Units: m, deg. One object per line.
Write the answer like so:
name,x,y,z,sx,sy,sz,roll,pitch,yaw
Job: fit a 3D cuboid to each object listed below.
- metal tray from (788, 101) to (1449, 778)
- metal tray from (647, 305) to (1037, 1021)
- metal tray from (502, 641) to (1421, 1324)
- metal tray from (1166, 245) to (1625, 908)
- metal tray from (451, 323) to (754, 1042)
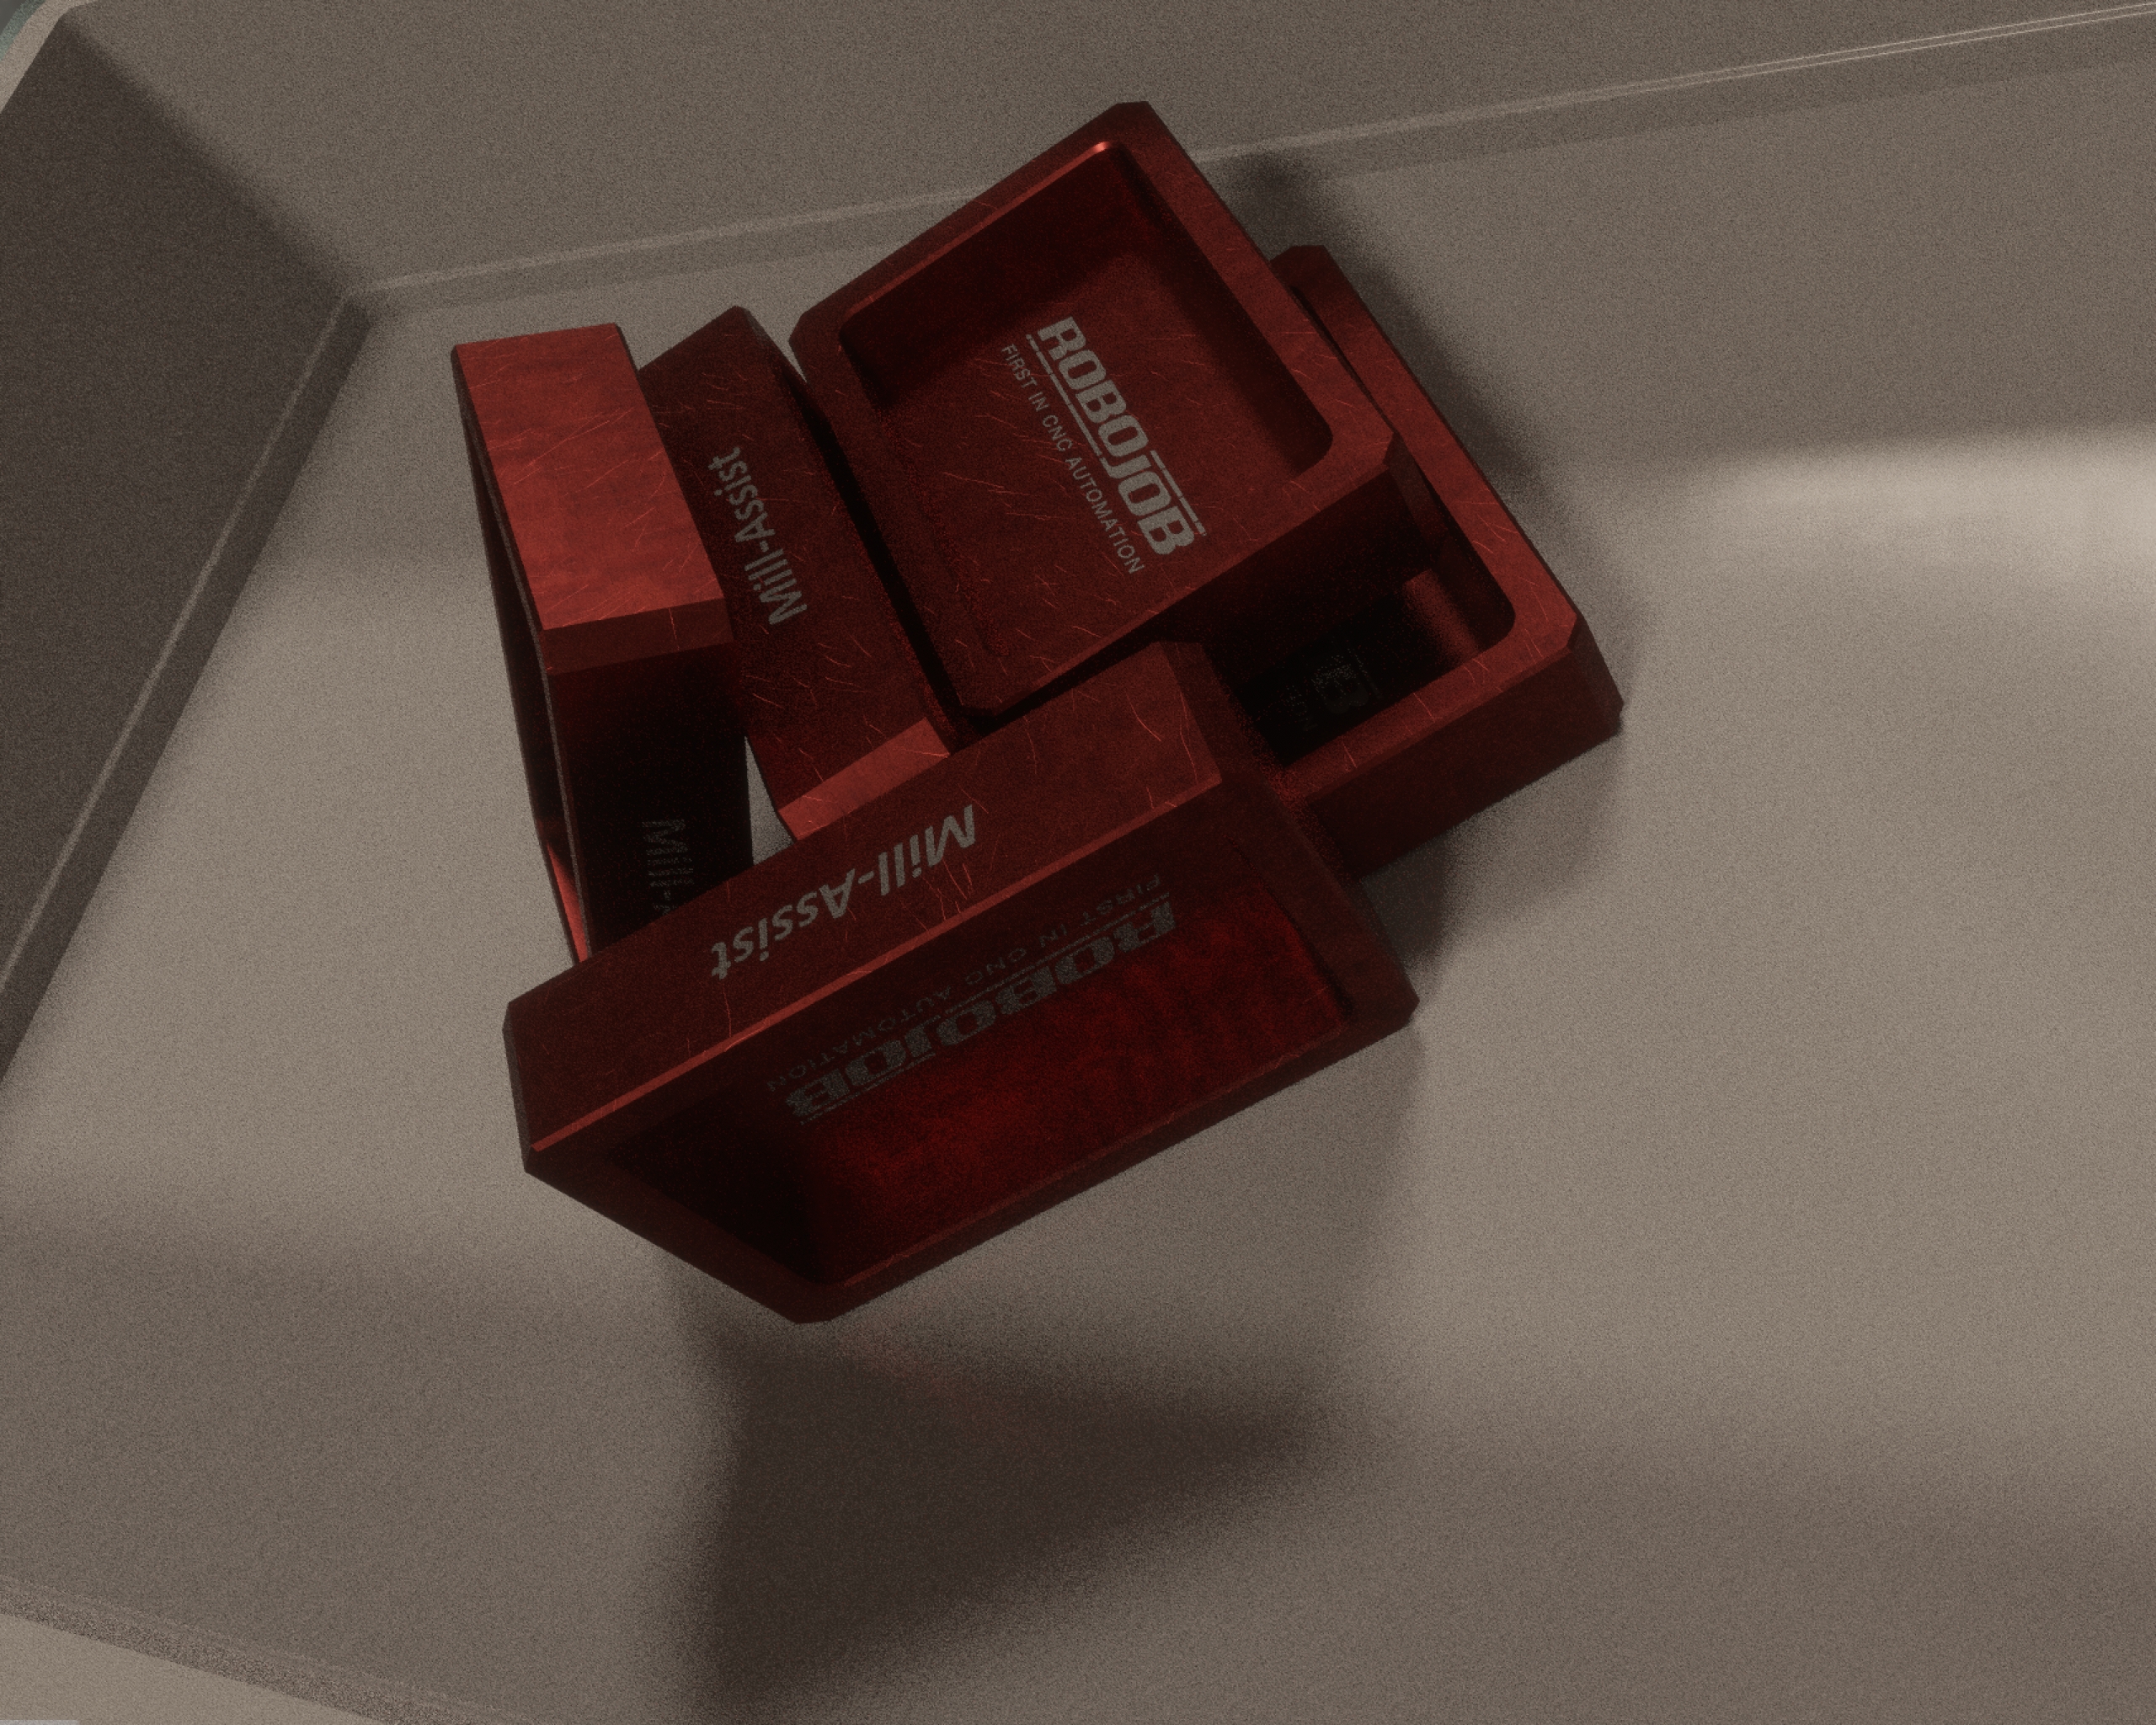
metal tray,0.003,-0.085,0.411,0.090,0.030,0.130,-32,51,7
metal tray,-0.038,-0.037,0.402,0.030,0.090,0.130,-32,52,7
metal tray,-0.017,0.026,0.354,0.130,0.090,0.030,-29,52,10
metal tray,0.037,-0.057,0.416,0.090,0.030,0.130,-31,51,10
metal tray,-0.087,-0.023,0.396,0.030,0.129,0.090,-13,50,-17
